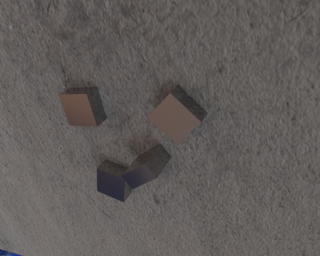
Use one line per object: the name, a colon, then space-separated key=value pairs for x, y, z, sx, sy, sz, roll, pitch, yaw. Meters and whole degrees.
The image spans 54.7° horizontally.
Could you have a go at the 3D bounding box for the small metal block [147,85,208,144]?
small metal block: x=0.021 y=-0.016 z=0.385 sx=0.050 sy=0.025 sz=0.050 roll=43 pitch=129 yaw=-2

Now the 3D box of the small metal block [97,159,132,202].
small metal block: x=-0.072 y=0.084 z=0.495 sx=0.050 sy=0.025 sz=0.050 roll=19 pitch=126 yaw=16

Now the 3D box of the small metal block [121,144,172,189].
small metal block: x=-0.019 y=0.054 z=0.432 sx=0.050 sy=0.050 sz=0.025 roll=-31 pitch=102 yaw=37

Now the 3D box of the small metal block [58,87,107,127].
small metal block: x=-0.110 y=-0.030 z=0.444 sx=0.050 sy=0.025 sz=0.050 roll=2 pitch=119 yaw=27
